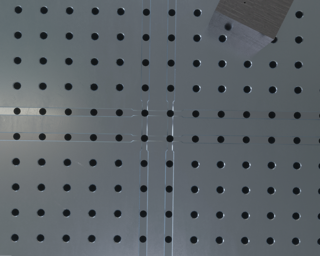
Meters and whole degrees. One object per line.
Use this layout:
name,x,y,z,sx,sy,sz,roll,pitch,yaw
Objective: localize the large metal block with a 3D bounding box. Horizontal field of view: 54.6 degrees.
large metal block,0.121,-0.161,0.401,0.080,0.050,0.080,26,90,0
